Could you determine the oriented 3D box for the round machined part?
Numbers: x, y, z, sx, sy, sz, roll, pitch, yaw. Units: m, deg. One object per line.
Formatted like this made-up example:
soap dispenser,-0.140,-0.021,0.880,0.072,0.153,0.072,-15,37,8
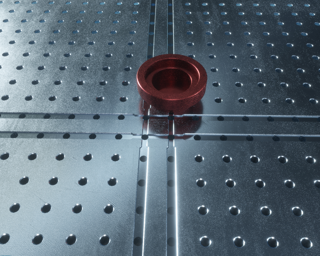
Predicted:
round machined part,0.017,-0.060,0.448,0.099,0.042,0.098,0,50,0
